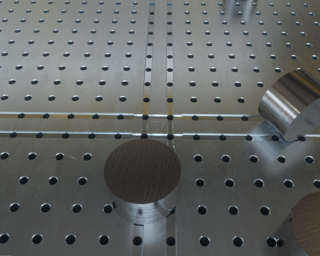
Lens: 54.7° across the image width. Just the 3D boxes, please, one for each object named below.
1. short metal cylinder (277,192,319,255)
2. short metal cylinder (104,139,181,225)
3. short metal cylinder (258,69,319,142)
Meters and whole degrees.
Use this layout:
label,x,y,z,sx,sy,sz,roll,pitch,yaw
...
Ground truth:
label,x,y,z,sx,sy,sz,roll,pitch,yaw
short metal cylinder,0.162,0.109,0.300,0.081,0.050,0.080,0,50,0
short metal cylinder,-0.018,0.058,0.342,0.081,0.050,0.080,0,50,0
short metal cylinder,0.175,-0.028,0.397,0.081,0.080,0.050,-22,54,-17
